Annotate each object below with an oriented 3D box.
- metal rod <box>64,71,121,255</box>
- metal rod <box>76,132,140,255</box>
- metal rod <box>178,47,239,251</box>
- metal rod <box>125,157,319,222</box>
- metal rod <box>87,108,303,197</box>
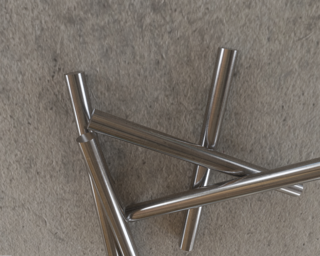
[{"bbox_3d":[-0.087,0.070,0.434,0.025,0.025,0.298,-7,110,2],"label":"metal rod"},{"bbox_3d":[-0.058,0.141,0.443,0.025,0.025,0.298,-12,116,4],"label":"metal rod"},{"bbox_3d":[0.062,0.042,0.426,0.025,0.025,0.298,8,110,-3],"label":"metal rod"},{"bbox_3d":[0.087,0.081,0.402,0.300,0.025,0.025,-19,110,22],"label":"metal rod"},{"bbox_3d":[0.058,0.038,0.395,0.302,0.025,0.025,19,109,-17],"label":"metal rod"}]
